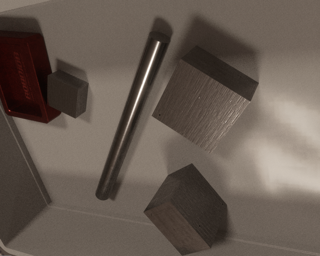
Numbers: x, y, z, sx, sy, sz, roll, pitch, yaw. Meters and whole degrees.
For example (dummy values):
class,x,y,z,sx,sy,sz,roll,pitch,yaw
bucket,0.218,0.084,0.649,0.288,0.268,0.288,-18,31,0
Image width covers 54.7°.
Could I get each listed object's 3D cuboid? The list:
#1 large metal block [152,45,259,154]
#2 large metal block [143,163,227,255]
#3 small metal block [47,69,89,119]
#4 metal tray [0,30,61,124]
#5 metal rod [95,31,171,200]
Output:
class,x,y,z,sx,sy,sz,roll,pitch,yaw
large metal block,0.049,-0.032,0.346,0.080,0.050,0.079,33,129,6
large metal block,0.037,0.109,0.420,0.050,0.080,0.080,-34,100,38
small metal block,-0.133,-0.049,0.447,0.050,0.025,0.050,25,127,12
metal tray,-0.206,-0.076,0.464,0.090,0.030,0.129,10,123,22
metal rod,-0.049,0.006,0.436,0.025,0.025,0.298,31,128,8
